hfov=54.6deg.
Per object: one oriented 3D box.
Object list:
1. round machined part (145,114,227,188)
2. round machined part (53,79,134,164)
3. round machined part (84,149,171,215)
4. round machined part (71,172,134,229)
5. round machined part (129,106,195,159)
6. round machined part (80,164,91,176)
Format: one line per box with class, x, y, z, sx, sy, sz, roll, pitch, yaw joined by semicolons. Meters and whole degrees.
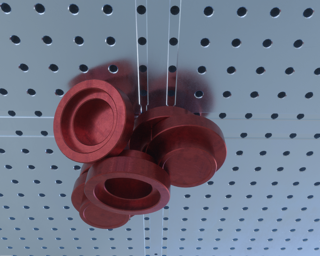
round machined part;0.031;0.034;0.373;0.099;0.042;0.097;0;130;0
round machined part;-0.074;-0.005;0.370;0.098;0.098;0.042;-22;162;17
round machined part;-0.036;0.062;0.368;0.098;0.042;0.098;2;138;2
round machined part;-0.074;0.105;0.433;0.099;0.042;0.097;0;130;0
round machined part;0.010;0.023;0.393;0.099;0.042;0.097;0;130;0
round machined part;-0.067;0.083;0.443;0.099;0.042;0.097;0;130;0
